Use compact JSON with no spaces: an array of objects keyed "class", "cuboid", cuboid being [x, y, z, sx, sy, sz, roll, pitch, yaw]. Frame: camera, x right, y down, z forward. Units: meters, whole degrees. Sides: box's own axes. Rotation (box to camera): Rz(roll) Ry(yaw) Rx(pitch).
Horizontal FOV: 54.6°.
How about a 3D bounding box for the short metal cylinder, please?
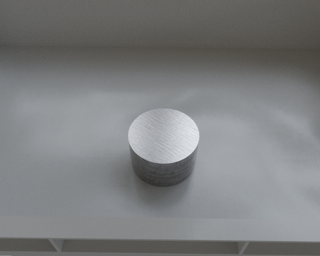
[{"class":"short metal cylinder","cuboid":[0.004,0.023,0.370,0.080,0.050,0.080,0,50,0]}]
